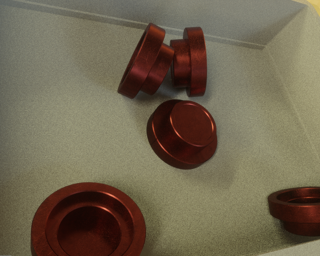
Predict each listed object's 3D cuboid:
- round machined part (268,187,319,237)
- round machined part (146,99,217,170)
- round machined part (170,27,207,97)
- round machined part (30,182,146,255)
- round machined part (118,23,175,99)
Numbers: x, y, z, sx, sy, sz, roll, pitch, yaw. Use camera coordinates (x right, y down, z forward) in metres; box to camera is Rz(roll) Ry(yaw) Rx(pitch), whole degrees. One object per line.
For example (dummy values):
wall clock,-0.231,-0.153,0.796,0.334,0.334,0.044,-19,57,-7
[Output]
round machined part,0.195,0.108,0.403,0.099,0.098,0.042,-8,90,-32
round machined part,0.035,0.002,0.412,0.099,0.042,0.098,14,56,-21
round machined part,0.037,-0.092,0.442,0.042,0.098,0.098,-4,61,-1
round machined part,-0.066,0.101,0.284,0.099,0.042,0.098,12,37,-9
round machined part,-0.015,-0.081,0.400,0.042,0.097,0.098,25,53,-13
